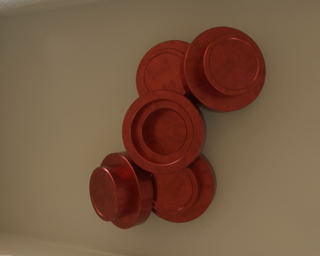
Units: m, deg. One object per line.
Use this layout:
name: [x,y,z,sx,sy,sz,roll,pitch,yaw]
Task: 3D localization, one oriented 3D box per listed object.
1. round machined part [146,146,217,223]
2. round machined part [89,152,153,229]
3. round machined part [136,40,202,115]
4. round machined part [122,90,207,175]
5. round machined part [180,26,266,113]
round machined part: [0.019,0.072,0.392,0.098,0.042,0.097,0,90,19]
round machined part: [-0.056,0.081,0.396,0.098,0.042,0.097,6,98,49]
round machined part: [0.014,-0.063,0.394,0.098,0.042,0.097,0,90,19]
round machined part: [0.008,0.005,0.373,0.098,0.042,0.097,0,90,19]
round machined part: [0.075,-0.067,0.350,0.099,0.042,0.097,0,87,-11]
